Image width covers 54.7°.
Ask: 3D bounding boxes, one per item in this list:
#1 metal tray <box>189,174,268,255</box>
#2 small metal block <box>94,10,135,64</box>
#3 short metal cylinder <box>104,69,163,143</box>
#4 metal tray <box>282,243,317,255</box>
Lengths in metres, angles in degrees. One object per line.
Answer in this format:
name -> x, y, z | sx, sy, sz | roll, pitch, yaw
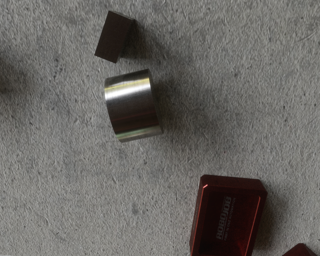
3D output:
metal tray -> 0.097, 0.136, 0.458 | 0.091, 0.030, 0.129 | 6, 110, -3
small metal block -> -0.051, -0.106, 0.357 | 0.025, 0.050, 0.050 | 21, 109, -8
short metal cylinder -> -0.029, -0.026, 0.371 | 0.050, 0.080, 0.080 | -12, 110, 4
metal tray -> 0.212, 0.257, 0.503 | 0.090, 0.030, 0.130 | 41, 105, -14
